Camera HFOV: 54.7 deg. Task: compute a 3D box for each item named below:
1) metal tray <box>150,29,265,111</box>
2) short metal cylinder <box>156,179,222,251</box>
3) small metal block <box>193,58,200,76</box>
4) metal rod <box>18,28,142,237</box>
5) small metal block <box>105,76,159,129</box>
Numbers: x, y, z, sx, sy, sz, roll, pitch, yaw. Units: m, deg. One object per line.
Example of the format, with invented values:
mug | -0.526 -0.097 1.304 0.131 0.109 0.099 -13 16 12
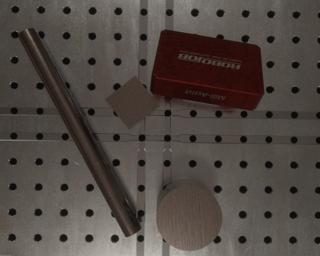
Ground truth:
metal tray | 0.059 -0.074 0.388 0.131 0.030 0.090 10 54 -1
short metal cylinder | 0.036 0.110 0.401 0.081 0.050 0.079 0 90 -1
small metal block | 0.064 -0.066 0.411 0.050 0.025 0.050 10 97 -1
metal rod | -0.106 0.006 0.411 0.025 0.025 0.299 -28 90 0
small metal block | -0.036 -0.033 0.413 0.050 0.025 0.050 -38 91 0
